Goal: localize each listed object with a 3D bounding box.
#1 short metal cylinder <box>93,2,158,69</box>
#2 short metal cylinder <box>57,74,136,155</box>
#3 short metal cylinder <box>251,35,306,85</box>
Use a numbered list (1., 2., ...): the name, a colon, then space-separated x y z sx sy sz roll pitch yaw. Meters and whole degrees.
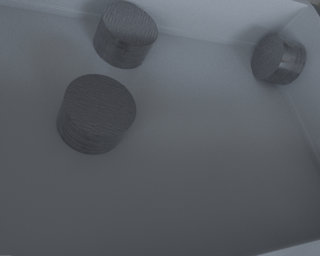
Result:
1. short metal cylinder: -0.050 -0.131 0.443 0.081 0.050 0.080 14 56 -21
2. short metal cylinder: -0.074 -0.015 0.359 0.081 0.050 0.080 14 56 -21
3. short metal cylinder: 0.212 -0.122 0.558 0.050 0.080 0.080 10 58 -23
